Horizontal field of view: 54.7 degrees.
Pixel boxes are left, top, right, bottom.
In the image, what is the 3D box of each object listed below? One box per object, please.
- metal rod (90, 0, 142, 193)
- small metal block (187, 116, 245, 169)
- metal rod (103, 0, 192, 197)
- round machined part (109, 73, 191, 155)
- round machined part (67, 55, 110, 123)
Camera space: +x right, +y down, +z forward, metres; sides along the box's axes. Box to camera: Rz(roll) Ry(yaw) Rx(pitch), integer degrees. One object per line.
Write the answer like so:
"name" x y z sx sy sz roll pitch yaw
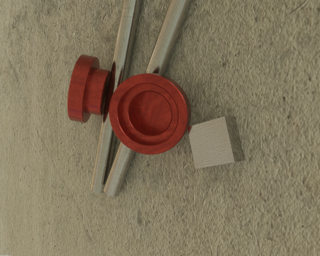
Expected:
"metal rod" -0.066 -0.047 0.459 0.025 0.025 0.298 19 102 38
"small metal block" 0.063 0.017 0.353 0.050 0.025 0.050 -17 79 38
"metal rod" -0.021 -0.038 0.422 0.025 0.025 0.298 33 111 35
"round machined part" -0.009 -0.019 0.386 0.098 0.042 0.097 3 102 16
"round machined part" -0.099 -0.055 0.453 0.042 0.098 0.097 11 100 -3
